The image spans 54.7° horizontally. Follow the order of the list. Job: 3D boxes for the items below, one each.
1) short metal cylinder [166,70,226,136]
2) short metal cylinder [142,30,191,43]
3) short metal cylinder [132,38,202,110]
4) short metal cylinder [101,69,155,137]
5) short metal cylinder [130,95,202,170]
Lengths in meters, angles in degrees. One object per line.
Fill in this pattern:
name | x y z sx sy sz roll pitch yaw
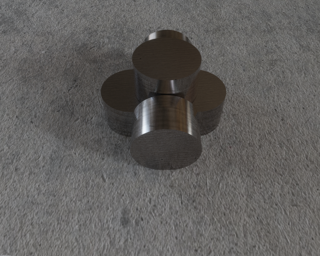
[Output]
short metal cylinder | 0.045 -0.034 0.418 0.081 0.050 0.080 0 50 0
short metal cylinder | 0.010 -0.093 0.448 0.081 0.080 0.050 0 50 -1
short metal cylinder | 0.008 -0.066 0.378 0.081 0.050 0.080 0 50 0
short metal cylinder | -0.035 -0.034 0.416 0.081 0.050 0.080 0 50 0
short metal cylinder | 0.007 0.007 0.363 0.081 0.080 0.050 0 50 0
